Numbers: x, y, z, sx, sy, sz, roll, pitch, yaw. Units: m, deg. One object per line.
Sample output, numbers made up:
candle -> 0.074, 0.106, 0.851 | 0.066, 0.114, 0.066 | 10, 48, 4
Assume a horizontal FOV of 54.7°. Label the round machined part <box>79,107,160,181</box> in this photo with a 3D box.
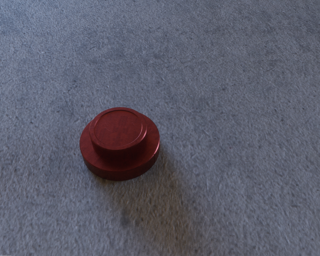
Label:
round machined part -> -0.049, 0.012, 0.381 | 0.099, 0.042, 0.098 | 0, 50, 0
